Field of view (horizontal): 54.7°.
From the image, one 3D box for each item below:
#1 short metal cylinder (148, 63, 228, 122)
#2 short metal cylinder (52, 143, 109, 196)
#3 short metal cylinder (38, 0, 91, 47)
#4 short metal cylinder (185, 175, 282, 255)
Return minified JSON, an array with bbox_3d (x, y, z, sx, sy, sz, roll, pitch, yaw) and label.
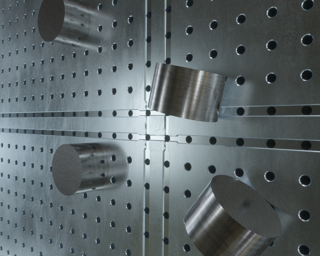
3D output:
[{"bbox_3d":[0.030,-0.040,0.347,0.080,0.081,0.050,19,102,38],"label":"short metal cylinder"},{"bbox_3d":[-0.128,0.064,0.496,0.080,0.050,0.079,0,90,39],"label":"short metal cylinder"},{"bbox_3d":[-0.162,-0.181,0.524,0.080,0.050,0.079,0,90,39],"label":"short metal cylinder"},{"bbox_3d":[0.072,0.093,0.313,0.080,0.081,0.050,45,117,30],"label":"short metal cylinder"}]
